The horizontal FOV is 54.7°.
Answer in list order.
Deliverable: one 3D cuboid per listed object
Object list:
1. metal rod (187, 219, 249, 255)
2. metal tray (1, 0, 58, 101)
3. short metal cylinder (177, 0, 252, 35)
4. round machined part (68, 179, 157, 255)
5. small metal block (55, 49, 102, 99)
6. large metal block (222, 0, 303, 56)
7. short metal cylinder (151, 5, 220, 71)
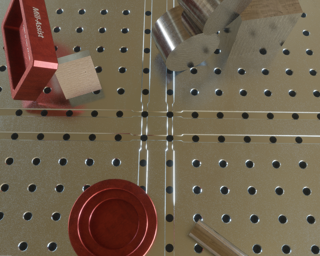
[{"bbox_3d":[0.160,0.203,0.338,0.300,0.025,0.025,35,74,12],"label":"metal rod"},{"bbox_3d":[-0.179,-0.113,0.417,0.030,0.090,0.130,0,64,-42],"label":"metal tray"},{"bbox_3d":[0.067,-0.157,0.363,0.080,0.080,0.050,-35,80,-12],"label":"short metal cylinder"},{"bbox_3d":[-0.052,0.111,0.361,0.099,0.042,0.098,0,70,0],"label":"round machined part"},{"bbox_3d":[-0.112,-0.073,0.421,0.050,0.050,0.025,-18,35,-7],"label":"small metal block"},{"bbox_3d":[0.139,-0.151,0.439,0.081,0.080,0.050,-9,71,-3],"label":"large metal block"},{"bbox_3d":[0.035,-0.123,0.428,0.080,0.080,0.050,-22,72,-8],"label":"short metal cylinder"}]
